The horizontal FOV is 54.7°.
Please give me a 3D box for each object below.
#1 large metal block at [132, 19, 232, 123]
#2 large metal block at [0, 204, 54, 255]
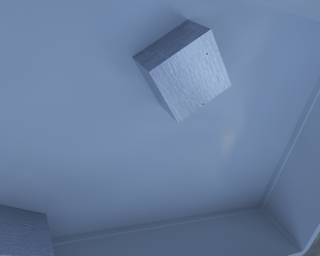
[{"bbox_3d":[0.027,-0.067,0.366,0.080,0.050,0.080,-36,129,-5],"label":"large metal block"},{"bbox_3d":[-0.178,0.139,0.362,0.080,0.080,0.050,28,103,-38],"label":"large metal block"}]
